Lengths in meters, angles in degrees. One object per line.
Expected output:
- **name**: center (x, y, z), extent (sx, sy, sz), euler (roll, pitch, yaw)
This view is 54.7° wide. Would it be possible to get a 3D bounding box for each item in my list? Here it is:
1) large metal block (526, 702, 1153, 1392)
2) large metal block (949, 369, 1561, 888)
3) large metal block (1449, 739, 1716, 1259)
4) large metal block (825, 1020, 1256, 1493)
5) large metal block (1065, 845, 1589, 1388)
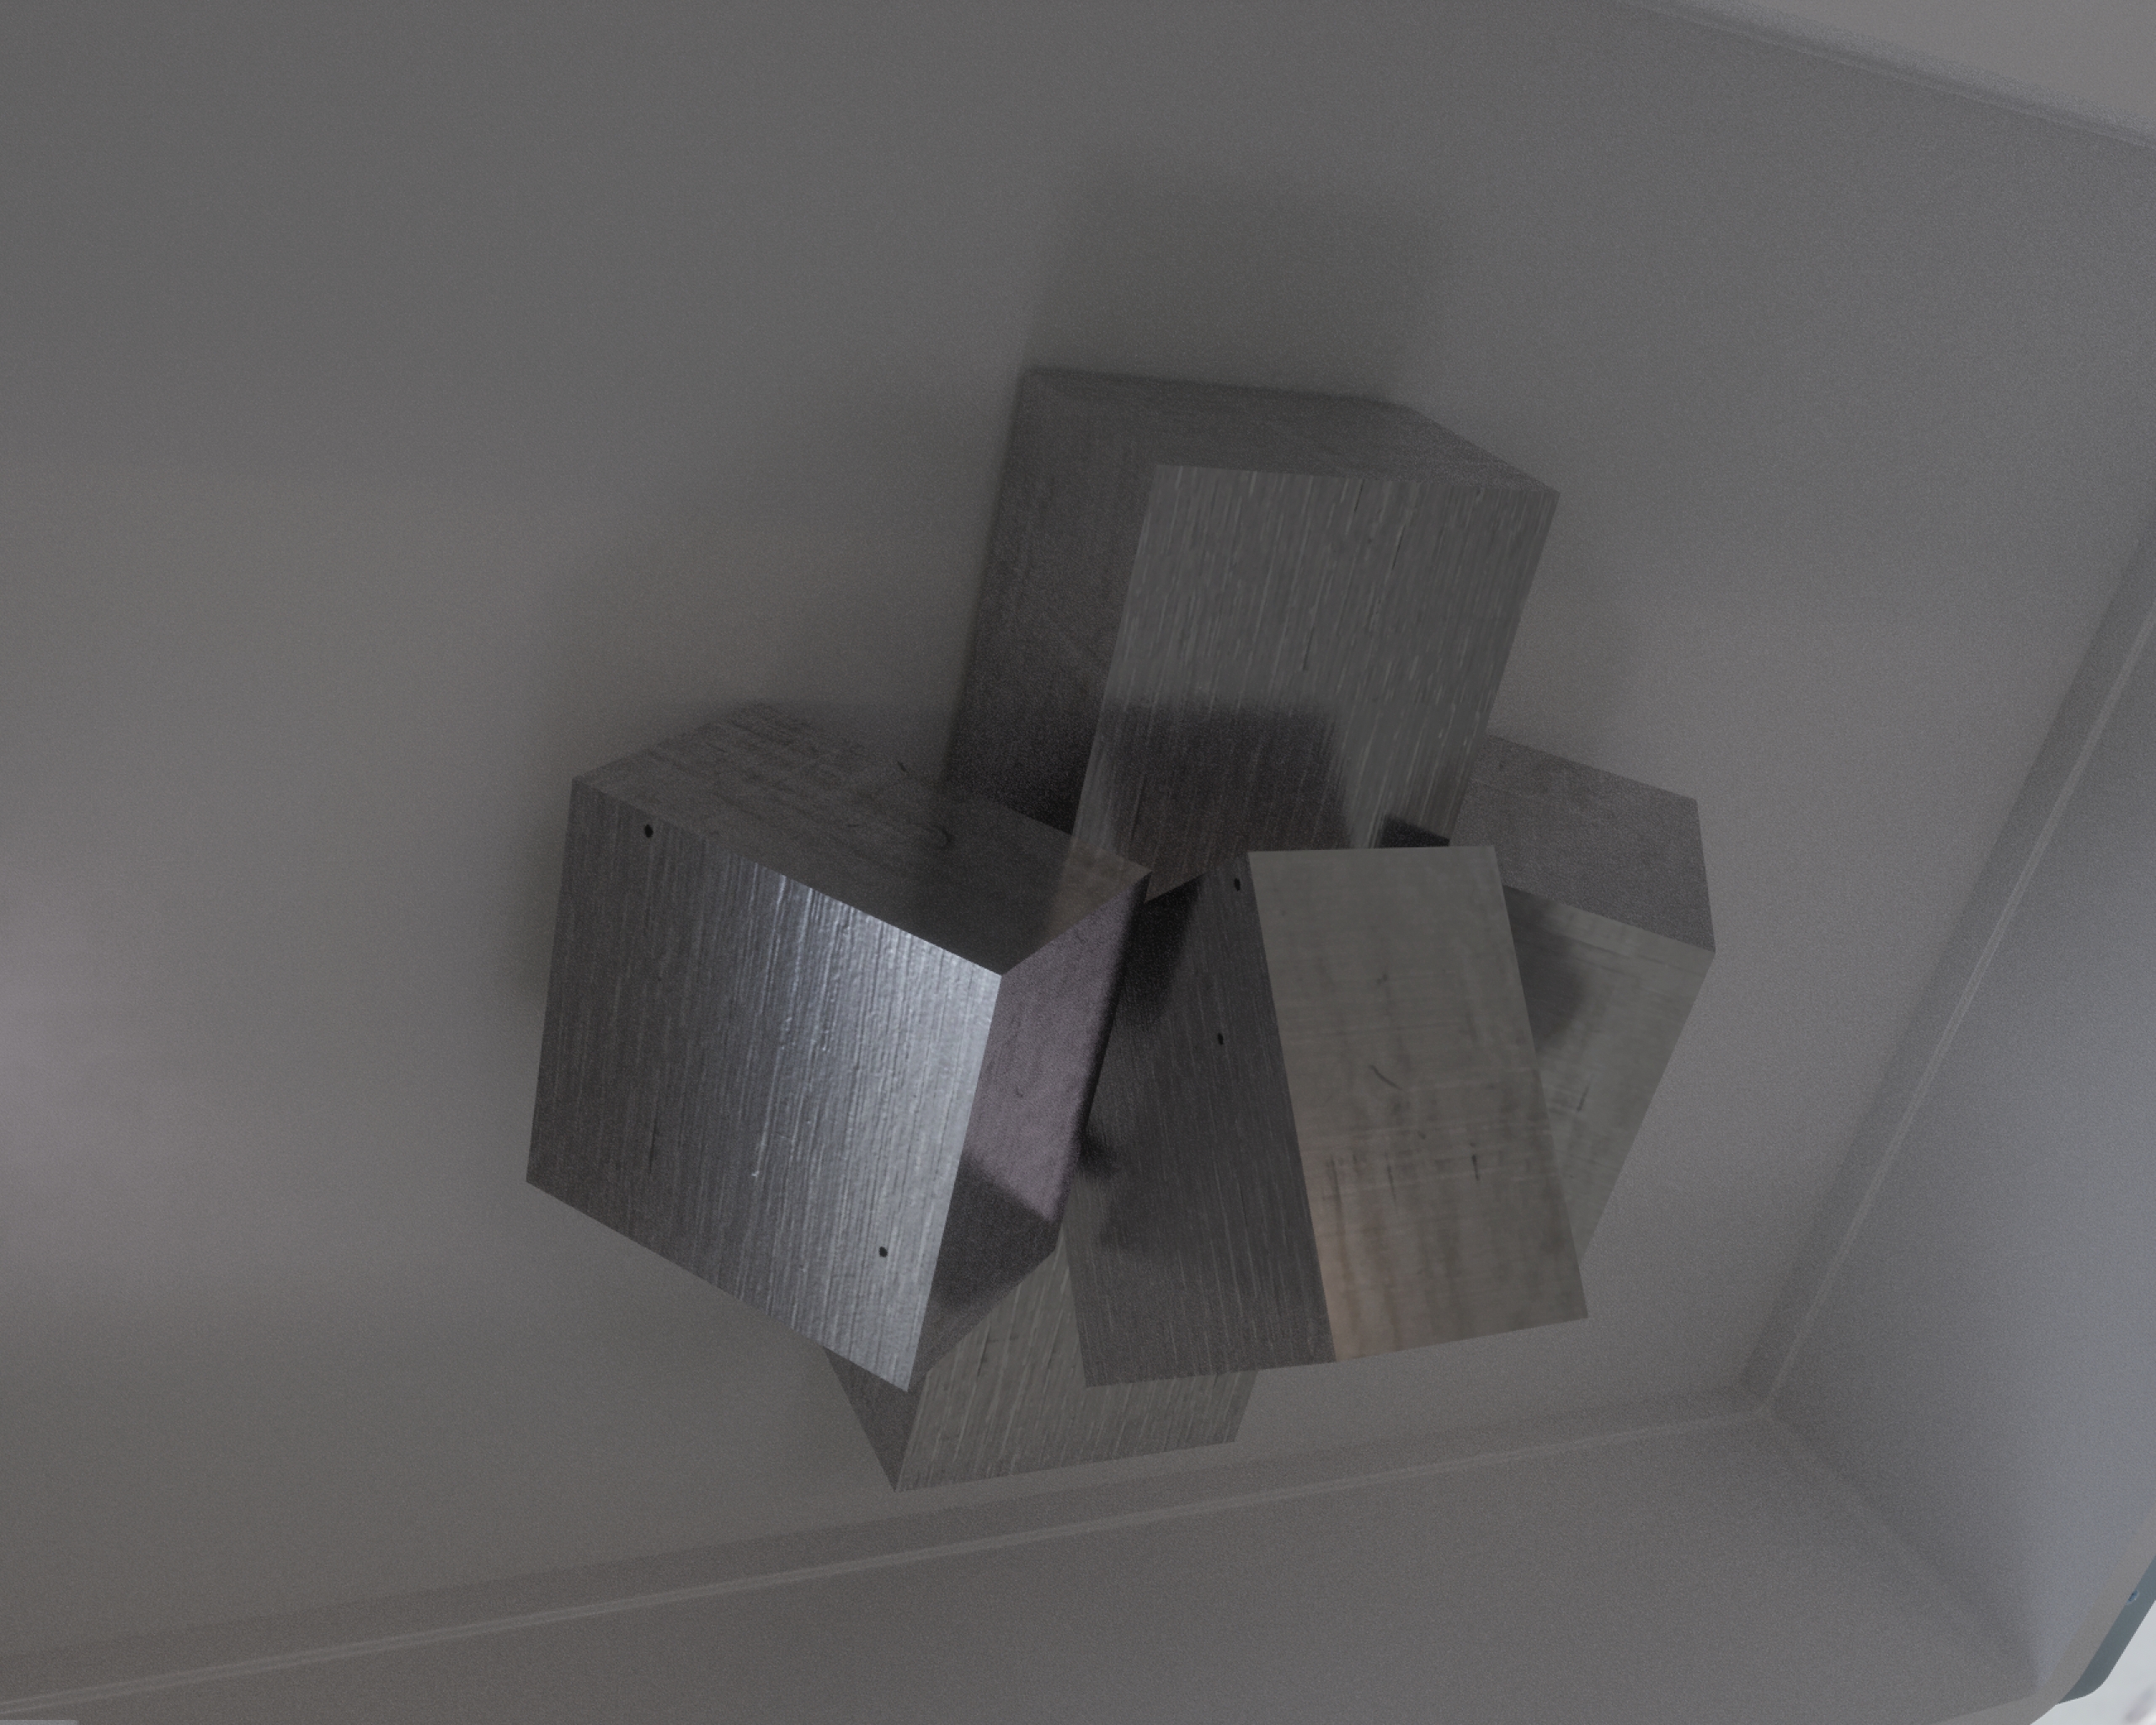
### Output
- **large metal block**: center (-0.042, 0.029, 0.356), extent (0.050, 0.080, 0.079), euler (-33, 142, -56)
- **large metal block**: center (0.029, -0.040, 0.379), extent (0.081, 0.050, 0.079), euler (-2, 119, -28)
- **large metal block**: center (0.090, 0.028, 0.429), extent (0.050, 0.080, 0.079), euler (18, 115, 6)
- **large metal block**: center (-0.002, 0.079, 0.439), extent (0.081, 0.050, 0.079), euler (1, 118, -29)
- **large metal block**: center (0.036, 0.046, 0.368), extent (0.050, 0.080, 0.080), euler (-1, 75, -29)
